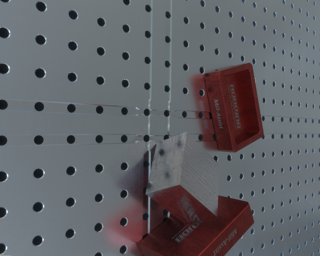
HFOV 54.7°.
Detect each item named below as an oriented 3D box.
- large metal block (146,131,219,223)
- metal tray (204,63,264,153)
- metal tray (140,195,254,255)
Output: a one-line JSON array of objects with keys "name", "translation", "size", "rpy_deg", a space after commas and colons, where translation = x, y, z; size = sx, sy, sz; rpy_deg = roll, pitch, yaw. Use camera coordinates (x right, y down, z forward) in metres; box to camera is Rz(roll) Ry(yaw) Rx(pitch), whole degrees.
[{"name": "large metal block", "translation": [0.033, 0.065, 0.402], "size": [0.080, 0.050, 0.080], "rpy_deg": [44, 39, -31]}, {"name": "metal tray", "translation": [0.125, -0.035, 0.509], "size": [0.091, 0.030, 0.129], "rpy_deg": [-22, 104, -38]}, {"name": "metal tray", "translation": [0.050, 0.137, 0.409], "size": [0.131, 0.090, 0.030], "rpy_deg": [-30, 109, -36]}]
